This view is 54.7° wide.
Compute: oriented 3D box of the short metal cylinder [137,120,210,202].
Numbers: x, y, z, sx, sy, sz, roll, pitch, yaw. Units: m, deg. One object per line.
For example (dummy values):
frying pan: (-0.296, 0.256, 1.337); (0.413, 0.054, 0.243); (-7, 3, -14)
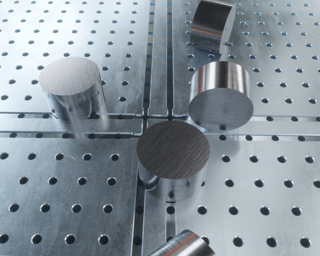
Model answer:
short metal cylinder: (0.015, 0.038, 0.360); (0.081, 0.050, 0.080); (0, 50, 0)

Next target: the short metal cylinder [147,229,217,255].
short metal cylinder: (0.023, 0.134, 0.259); (0.050, 0.080, 0.080); (-28, 56, -22)

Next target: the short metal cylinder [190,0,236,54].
short metal cylinder: (0.088, -0.168, 0.514); (0.050, 0.080, 0.080); (20, 53, 15)

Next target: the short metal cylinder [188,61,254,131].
short metal cylinder: (0.079, -0.040, 0.406); (0.080, 0.080, 0.050); (5, 50, 4)

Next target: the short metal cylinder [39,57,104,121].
short metal cylinder: (-0.122, -0.056, 0.437); (0.081, 0.050, 0.080); (0, 50, 0)
